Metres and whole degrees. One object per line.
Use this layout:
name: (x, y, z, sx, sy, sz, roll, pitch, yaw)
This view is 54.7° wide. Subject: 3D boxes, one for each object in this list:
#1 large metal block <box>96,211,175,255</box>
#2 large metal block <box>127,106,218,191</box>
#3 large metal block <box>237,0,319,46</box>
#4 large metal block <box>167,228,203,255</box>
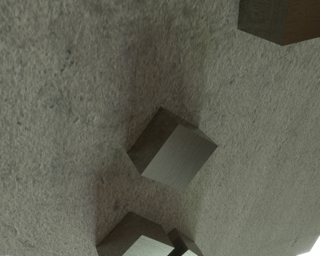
large metal block: (-0.039, 0.188, 0.488, 0.080, 0.050, 0.080, -47, 130, 5)
large metal block: (0.017, 0.029, 0.420, 0.080, 0.050, 0.080, 28, 103, -38)
large metal block: (0.152, -0.141, 0.370, 0.081, 0.080, 0.050, -17, 125, -19)
large metal block: (0.028, 0.238, 0.555, 0.080, 0.050, 0.080, -42, 130, 0)
